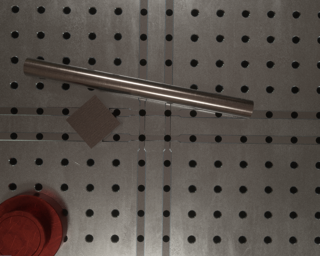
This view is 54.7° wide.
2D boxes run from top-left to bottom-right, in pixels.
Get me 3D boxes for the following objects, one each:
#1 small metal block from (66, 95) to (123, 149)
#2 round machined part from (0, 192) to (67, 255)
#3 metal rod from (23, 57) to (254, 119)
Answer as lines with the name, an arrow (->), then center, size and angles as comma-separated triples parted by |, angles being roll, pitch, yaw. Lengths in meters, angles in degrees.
small metal block -> -0.086, -0.008, 0.412 | 0.050, 0.025, 0.050 | -41, 91, 0
round machined part -> -0.176, 0.136, 0.403 | 0.099, 0.042, 0.097 | 0, 90, -1
metal rod -> -0.027, -0.053, 0.412 | 0.302, 0.025, 0.025 | 11, 90, -1
